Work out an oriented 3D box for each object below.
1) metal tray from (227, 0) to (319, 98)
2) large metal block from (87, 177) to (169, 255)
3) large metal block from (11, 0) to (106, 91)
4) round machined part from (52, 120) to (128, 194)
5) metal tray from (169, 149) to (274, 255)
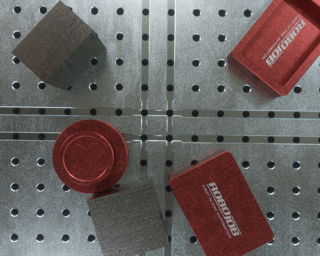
[{"bbox_3d":[0.166,-0.117,0.411,0.090,0.030,0.130,39,90,0],"label":"metal tray"},{"bbox_3d":[-0.039,0.115,0.400,0.080,0.050,0.080,-16,90,0],"label":"large metal block"},{"bbox_3d":[-0.120,-0.097,0.385,0.050,0.080,0.080,43,90,0],"label":"large metal block"},{"bbox_3d":[-0.092,0.038,0.404,0.099,0.042,0.097,0,90,-1],"label":"round machined part"},{"bbox_3d":[0.079,0.105,0.411,0.090,0.030,0.130,-27,90,0],"label":"metal tray"}]
